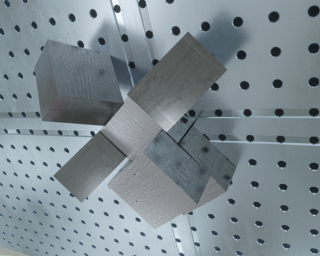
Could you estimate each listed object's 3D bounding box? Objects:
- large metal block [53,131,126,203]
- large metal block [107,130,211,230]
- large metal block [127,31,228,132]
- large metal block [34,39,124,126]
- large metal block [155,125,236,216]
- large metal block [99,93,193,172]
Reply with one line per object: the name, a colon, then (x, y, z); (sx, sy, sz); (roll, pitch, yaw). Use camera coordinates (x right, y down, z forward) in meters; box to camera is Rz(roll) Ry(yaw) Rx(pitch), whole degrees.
large metal block: (-0.096, 0.054, 0.440); (0.050, 0.080, 0.080); (45, 171, -2)
large metal block: (-0.002, 0.062, 0.369); (0.080, 0.050, 0.080); (44, 128, -4)
large metal block: (0.015, -0.043, 0.322); (0.050, 0.080, 0.080); (44, 89, -2)
large metal block: (-0.099, -0.052, 0.377); (0.050, 0.081, 0.080); (-44, 54, 39)
large metal block: (0.038, 0.057, 0.410); (0.080, 0.050, 0.080); (46, 128, -2)
large metal block: (-0.019, -0.001, 0.405); (0.080, 0.050, 0.080); (44, 129, -2)
